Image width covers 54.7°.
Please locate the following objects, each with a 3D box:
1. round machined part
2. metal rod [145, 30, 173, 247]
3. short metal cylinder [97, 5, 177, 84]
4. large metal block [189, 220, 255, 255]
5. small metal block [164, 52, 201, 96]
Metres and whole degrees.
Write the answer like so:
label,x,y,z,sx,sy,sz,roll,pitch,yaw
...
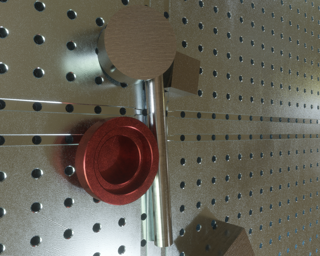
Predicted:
label,x,y,z,sx,sy,sz,roll,pitch,yaw
round machined part,-0.052,0.036,0.356,0.099,0.042,0.097,0,90,-40
metal rod,-0.003,0.006,0.408,0.025,0.025,0.298,-6,94,-40
short metal cylinder,-0.028,-0.092,0.355,0.081,0.050,0.079,-1,92,-20
large metal block,0.101,0.206,0.481,0.080,0.050,0.080,-37,113,-34
small metal block,0.028,-0.075,0.435,0.050,0.025,0.050,11,83,-40
